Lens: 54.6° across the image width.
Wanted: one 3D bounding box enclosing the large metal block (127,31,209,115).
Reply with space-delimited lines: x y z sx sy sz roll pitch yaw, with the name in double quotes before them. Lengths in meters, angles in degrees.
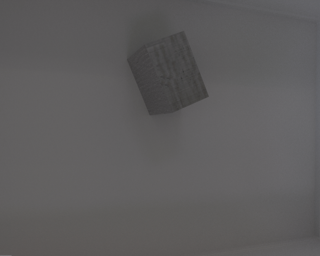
"large metal block" 0.007 -0.063 0.383 0.050 0.080 0.080 -25 98 -18
